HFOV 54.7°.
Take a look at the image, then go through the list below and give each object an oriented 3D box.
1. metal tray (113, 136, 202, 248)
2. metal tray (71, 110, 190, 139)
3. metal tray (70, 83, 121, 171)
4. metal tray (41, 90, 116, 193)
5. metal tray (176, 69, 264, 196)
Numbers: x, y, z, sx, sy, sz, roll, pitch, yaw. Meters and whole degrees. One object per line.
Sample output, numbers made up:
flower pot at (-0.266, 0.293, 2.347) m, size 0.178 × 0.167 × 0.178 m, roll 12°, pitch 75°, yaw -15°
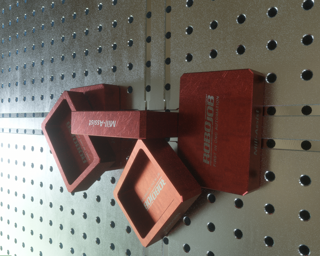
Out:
metal tray at (-0.010, 0.080, 0.388) m, size 0.090 × 0.030 × 0.129 m, roll 53°, pitch 138°, yaw 26°
metal tray at (-0.039, -0.006, 0.396) m, size 0.130 × 0.091 × 0.030 m, roll 2°, pitch 92°, yaw 39°
metal tray at (-0.104, 0.000, 0.490) m, size 0.090 × 0.030 × 0.129 m, roll -1°, pitch 90°, yaw 40°
metal tray at (-0.127, 0.019, 0.466) m, size 0.090 × 0.030 × 0.130 m, roll -45°, pitch 64°, yaw 30°
metal tray at (0.065, 0.002, 0.350) m, size 0.090 × 0.030 × 0.129 m, roll 4°, pitch 92°, yaw 39°
